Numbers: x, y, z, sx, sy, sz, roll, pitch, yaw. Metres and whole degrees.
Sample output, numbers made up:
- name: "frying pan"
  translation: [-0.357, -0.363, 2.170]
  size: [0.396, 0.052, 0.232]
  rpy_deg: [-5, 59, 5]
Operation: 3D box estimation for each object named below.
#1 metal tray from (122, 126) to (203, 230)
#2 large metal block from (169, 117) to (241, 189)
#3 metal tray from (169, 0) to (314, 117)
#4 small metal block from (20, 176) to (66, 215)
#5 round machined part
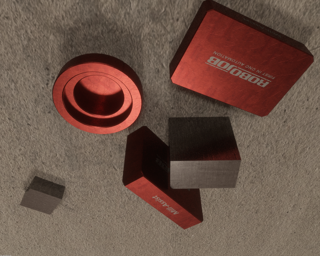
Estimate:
- name: "metal tray"
  translation: [0.007, 0.068, 0.422]
  size: [0.030, 0.090, 0.130]
  rpy_deg: [-31, 124, 23]
- name: "large metal block"
  translation: [0.052, 0.030, 0.398]
  size: [0.081, 0.080, 0.050]
  rpy_deg: [-1, 130, 0]
- name: "metal tray"
  translation: [0.087, -0.072, 0.344]
  size: [0.131, 0.030, 0.089]
  rpy_deg: [19, 128, -16]
- name: "small metal block"
  translation: [-0.188, 0.109, 0.497]
  size: [0.050, 0.025, 0.050]
  rpy_deg: [26, 125, -21]
- name: "round machined part"
  translation: [-0.069, -0.043, 0.359]
  size: [0.099, 0.042, 0.097]
  rpy_deg: [-1, 130, 0]
